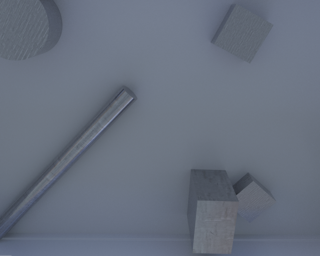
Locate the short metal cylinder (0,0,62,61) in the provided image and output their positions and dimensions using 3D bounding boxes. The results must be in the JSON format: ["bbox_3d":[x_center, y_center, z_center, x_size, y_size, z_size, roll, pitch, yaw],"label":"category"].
[{"bbox_3d":[-0.159,-0.120,0.351,0.081,0.050,0.079,0,110,-1],"label":"short metal cylinder"}]

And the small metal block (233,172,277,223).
[{"bbox_3d":[0.130,0.102,0.451,0.050,0.025,0.050,41,105,-14],"label":"small metal block"}]

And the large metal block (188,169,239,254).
[{"bbox_3d":[0.068,0.111,0.424,0.050,0.080,0.079,2,110,-1],"label":"large metal block"}]

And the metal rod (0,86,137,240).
[{"bbox_3d":[-0.142,0.056,0.429,0.025,0.025,0.299,42,104,-14],"label":"metal rod"}]

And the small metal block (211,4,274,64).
[{"bbox_3d":[0.097,-0.113,0.371,0.050,0.025,0.050,25,108,-10],"label":"small metal block"}]
